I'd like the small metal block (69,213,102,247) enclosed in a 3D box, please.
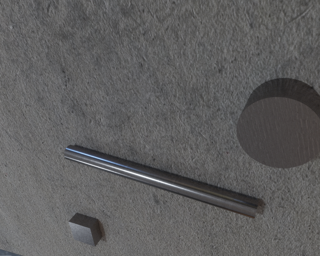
[{"bbox_3d":[-0.144,0.198,0.603,0.050,0.025,0.050,9,122,23],"label":"small metal block"}]

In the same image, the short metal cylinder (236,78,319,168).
[{"bbox_3d":[0.125,-0.005,0.321,0.080,0.050,0.079,13,124,20],"label":"short metal cylinder"}]

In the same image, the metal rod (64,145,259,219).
[{"bbox_3d":[-0.011,0.073,0.456,0.301,0.025,0.025,14,124,20],"label":"metal rod"}]
